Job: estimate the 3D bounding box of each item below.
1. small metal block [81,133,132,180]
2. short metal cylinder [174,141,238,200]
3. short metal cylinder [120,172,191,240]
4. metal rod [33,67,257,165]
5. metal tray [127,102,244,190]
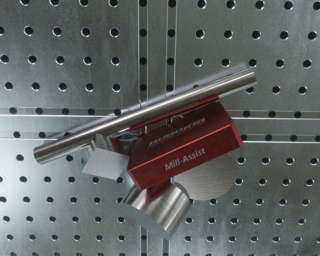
[{"bbox_3d":[-0.071,0.039,0.410,0.050,0.025,0.050,18,126,-27],"label":"small metal block"},{"bbox_3d":[0.056,0.048,0.409,0.081,0.050,0.079,-2,119,-4],"label":"short metal cylinder"},{"bbox_3d":[-0.006,0.103,0.411,0.080,0.080,0.050,45,63,-15],"label":"short metal cylinder"},{"bbox_3d":[-0.024,-0.013,0.404,0.301,0.025,0.025,-20,109,7],"label":"metal rod"},{"bbox_3d":[0.027,0.018,0.382,0.130,0.090,0.030,-25,108,9],"label":"metal tray"}]
